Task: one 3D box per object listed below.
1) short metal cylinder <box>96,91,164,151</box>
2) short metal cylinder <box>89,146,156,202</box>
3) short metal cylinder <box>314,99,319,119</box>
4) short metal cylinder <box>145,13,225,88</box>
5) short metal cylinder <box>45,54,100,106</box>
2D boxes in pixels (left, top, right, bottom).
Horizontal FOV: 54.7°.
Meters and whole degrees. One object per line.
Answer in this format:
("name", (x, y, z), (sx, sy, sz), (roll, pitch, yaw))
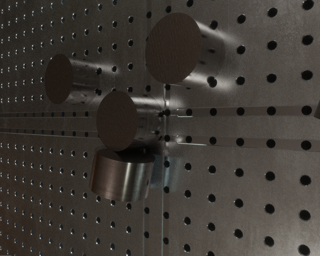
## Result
("short metal cylinder", (-0.042, -0.009, 0.425), (0.080, 0.050, 0.079), (0, 90, 39))
("short metal cylinder", (-0.050, 0.058, 0.413), (0.080, 0.081, 0.050), (18, 102, 38))
("short metal cylinder", (0.168, -0.021, 0.235), (0.080, 0.081, 0.050), (24, 105, 37))
("short metal cylinder", (0.029, -0.089, 0.368), (0.080, 0.050, 0.079), (0, 90, 39))
("short metal cylinder", (-0.145, -0.078, 0.510), (0.080, 0.050, 0.079), (0, 90, 39))
